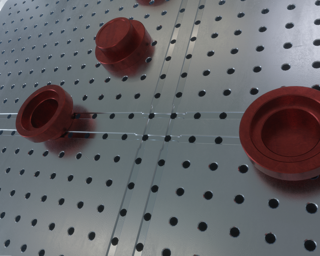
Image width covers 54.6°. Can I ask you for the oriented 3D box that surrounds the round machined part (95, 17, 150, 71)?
[{"bbox_3d":[-0.070,-0.148,0.526,0.098,0.042,0.098,-13,56,21],"label":"round machined part"}]

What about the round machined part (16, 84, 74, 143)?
[{"bbox_3d":[-0.182,-0.019,0.506,0.098,0.042,0.098,-13,56,21],"label":"round machined part"}]

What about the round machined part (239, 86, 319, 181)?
[{"bbox_3d":[0.136,0.008,0.321,0.098,0.042,0.098,-13,56,21],"label":"round machined part"}]
